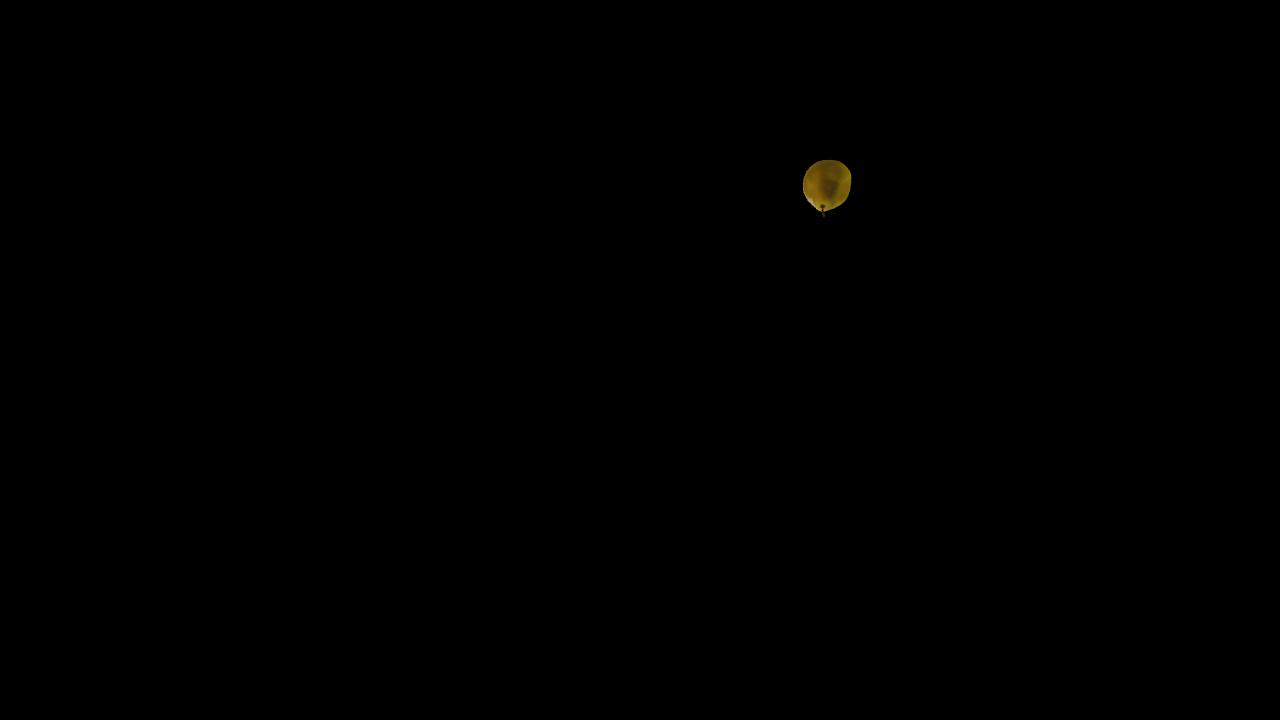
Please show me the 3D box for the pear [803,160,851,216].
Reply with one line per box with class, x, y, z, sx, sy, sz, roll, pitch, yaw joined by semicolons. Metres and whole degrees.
pear;0.288;-0.264;0.961;0.080;0.080;0.111;0;34;27
